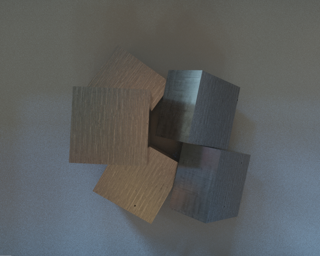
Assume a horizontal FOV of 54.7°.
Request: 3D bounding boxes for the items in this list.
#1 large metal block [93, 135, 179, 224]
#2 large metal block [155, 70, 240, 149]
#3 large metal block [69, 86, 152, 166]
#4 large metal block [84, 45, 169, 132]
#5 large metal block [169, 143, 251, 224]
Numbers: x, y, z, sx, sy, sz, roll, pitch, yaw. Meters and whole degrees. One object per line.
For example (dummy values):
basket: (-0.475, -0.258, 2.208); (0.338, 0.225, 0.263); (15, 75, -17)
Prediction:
large metal block: (-0.026, 0.060, 0.394); (0.080, 0.050, 0.080); (30, 90, -1)
large metal block: (0.048, -0.021, 0.377); (0.081, 0.050, 0.080); (11, 90, -45)
large metal block: (-0.052, -0.002, 0.345); (0.081, 0.050, 0.079); (3, 89, 1)
large metal block: (-0.042, -0.045, 0.397); (0.080, 0.050, 0.080); (36, 90, -1)
large metal block: (0.063, 0.064, 0.376); (0.050, 0.080, 0.080); (12, 90, 39)
